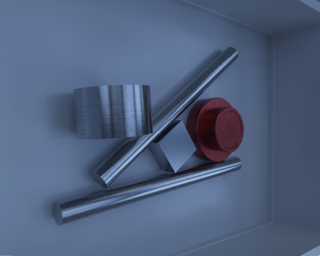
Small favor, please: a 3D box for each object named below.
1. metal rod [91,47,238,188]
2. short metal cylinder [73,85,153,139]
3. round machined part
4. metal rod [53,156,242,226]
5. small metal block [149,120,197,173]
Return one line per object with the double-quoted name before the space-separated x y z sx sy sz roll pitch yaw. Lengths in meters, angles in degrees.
"metal rod" 0.024 -0.031 0.427 0.301 0.025 0.025 -44 117 -31
"short metal cylinder" -0.049 -0.017 0.330 0.081 0.080 0.050 -7 95 -40
"round machined part" 0.090 0.002 0.470 0.099 0.042 0.097 0 90 -40
"metal rod" 0.010 0.073 0.415 0.302 0.025 0.025 -7 95 -40
"small metal block" 0.017 0.024 0.420 0.050 0.025 0.050 -43 116 -32
